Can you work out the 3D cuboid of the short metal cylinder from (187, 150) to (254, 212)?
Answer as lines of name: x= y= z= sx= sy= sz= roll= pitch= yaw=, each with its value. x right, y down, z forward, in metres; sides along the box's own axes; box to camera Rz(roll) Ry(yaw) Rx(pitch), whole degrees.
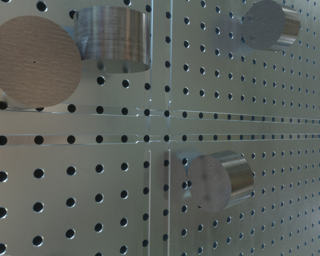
short metal cylinder: x=0.085 y=0.075 z=0.445 sx=0.050 sy=0.080 sz=0.079 roll=-6 pitch=94 yaw=-40

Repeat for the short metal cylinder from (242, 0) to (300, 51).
short metal cylinder: x=0.189 y=-0.173 z=0.531 sx=0.050 sy=0.080 sz=0.079 roll=-7 pitch=95 yaw=-40

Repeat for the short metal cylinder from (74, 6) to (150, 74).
short metal cylinder: x=-0.051 y=-0.090 z=0.330 sx=0.081 sy=0.080 sz=0.050 roll=0 pitch=90 yaw=-40

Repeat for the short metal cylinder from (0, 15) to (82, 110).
short metal cylinder: x=-0.122 y=-0.058 z=0.290 sx=0.081 sy=0.050 sz=0.079 roll=0 pitch=90 yaw=-40
